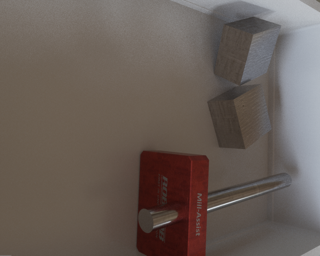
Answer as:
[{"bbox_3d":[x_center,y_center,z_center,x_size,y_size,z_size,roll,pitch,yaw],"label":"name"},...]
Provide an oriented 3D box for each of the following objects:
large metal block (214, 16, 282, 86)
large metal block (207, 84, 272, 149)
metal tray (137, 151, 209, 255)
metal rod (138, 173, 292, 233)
[{"bbox_3d":[0.136,-0.122,0.485,0.081,0.050,0.079,-27,137,-37],"label":"large metal block"},{"bbox_3d":[0.131,-0.020,0.503,0.081,0.050,0.080,-28,108,-37],"label":"large metal block"},{"bbox_3d":[0.013,0.095,0.376,0.030,0.090,0.129,3,89,-42],"label":"metal tray"},{"bbox_3d":[0.098,0.092,0.421,0.302,0.025,0.025,-2,92,-42],"label":"metal rod"}]
